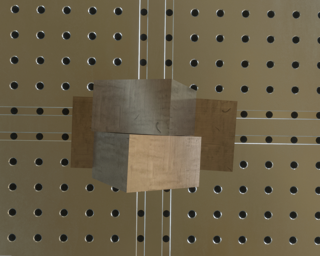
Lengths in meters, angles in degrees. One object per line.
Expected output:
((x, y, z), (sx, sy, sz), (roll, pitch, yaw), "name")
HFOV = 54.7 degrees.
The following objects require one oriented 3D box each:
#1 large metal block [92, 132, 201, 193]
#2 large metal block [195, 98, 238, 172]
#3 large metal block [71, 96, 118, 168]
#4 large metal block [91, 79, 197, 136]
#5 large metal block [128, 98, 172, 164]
((-0.016, 0.031, 0.319), (0.081, 0.080, 0.050), (3, 90, -34), "large metal block")
((0.059, 0.008, 0.386), (0.050, 0.080, 0.079), (4, 90, 0), "large metal block")
((-0.073, 0.005, 0.385), (0.050, 0.080, 0.079), (2, 90, 0), "large metal block")
((-0.013, -0.019, 0.322), (0.080, 0.080, 0.050), (3, 90, 22), "large metal block")
((-0.006, 0.005, 0.399), (0.081, 0.050, 0.079), (3, 90, -1), "large metal block")
